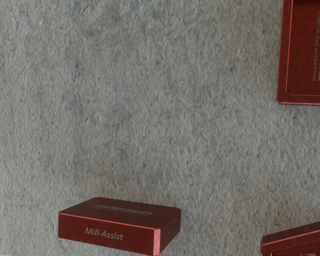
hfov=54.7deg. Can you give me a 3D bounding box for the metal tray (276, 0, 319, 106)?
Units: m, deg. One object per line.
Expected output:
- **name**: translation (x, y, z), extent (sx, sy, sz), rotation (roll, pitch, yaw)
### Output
- **metal tray**: translation (0.181, -0.089, 0.342), extent (0.090, 0.030, 0.129), rotation (4, 91, 19)

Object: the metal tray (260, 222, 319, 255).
- **metal tray**: translation (0.178, 0.177, 0.343), extent (0.090, 0.030, 0.129), rotation (-23, 83, 18)

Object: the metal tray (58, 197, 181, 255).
- **metal tray**: translation (-0.048, 0.118, 0.390), extent (0.130, 0.090, 0.030), rotation (3, 91, 19)
